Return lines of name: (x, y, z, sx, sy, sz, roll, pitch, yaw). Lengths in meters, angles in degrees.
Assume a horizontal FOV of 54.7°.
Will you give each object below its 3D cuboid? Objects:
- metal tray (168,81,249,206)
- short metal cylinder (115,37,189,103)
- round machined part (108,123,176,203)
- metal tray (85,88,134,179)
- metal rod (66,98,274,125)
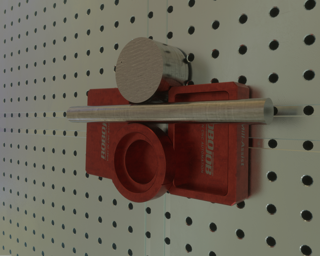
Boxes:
metal tray: (0.053, 0.016, 0.357, 0.090, 0.030, 0.129, 1, 91, 40)
short metal cylinder: (-0.011, -0.071, 0.397, 0.080, 0.050, 0.079, 0, 90, 40)
round machined part: (-0.018, 0.043, 0.396, 0.098, 0.042, 0.097, 0, 90, 40)
metal tray: (-0.069, 0.007, 0.456, 0.090, 0.030, 0.129, 4, 92, 40)
metal rod: (-0.016, -0.018, 0.378, 0.300, 0.025, 0.025, 1, 91, 39)
